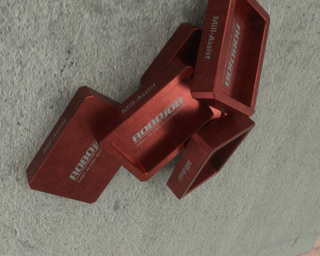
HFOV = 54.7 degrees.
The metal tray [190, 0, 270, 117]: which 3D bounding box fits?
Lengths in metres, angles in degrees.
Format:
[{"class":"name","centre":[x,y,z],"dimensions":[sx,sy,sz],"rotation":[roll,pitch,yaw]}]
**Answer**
[{"class":"metal tray","centre":[0.084,-0.086,0.356],"dimensions":[0.091,0.030,0.129],"rotation":[17,82,-46]}]

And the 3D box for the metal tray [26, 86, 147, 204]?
[{"class":"metal tray","centre":[-0.086,0.025,0.373],"dimensions":[0.090,0.030,0.130],"rotation":[28,103,-38]}]

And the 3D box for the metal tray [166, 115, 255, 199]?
[{"class":"metal tray","centre":[0.066,0.038,0.422],"dimensions":[0.091,0.030,0.129],"rotation":[-27,154,-32]}]

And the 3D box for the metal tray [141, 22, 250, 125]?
[{"class":"metal tray","centre":[0.051,-0.059,0.398],"dimensions":[0.131,0.030,0.090],"rotation":[30,101,-38]}]

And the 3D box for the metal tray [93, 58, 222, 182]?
[{"class":"metal tray","centre":[0.000,-0.006,0.364],"dimensions":[0.130,0.030,0.090],"rotation":[-41,130,0]}]
